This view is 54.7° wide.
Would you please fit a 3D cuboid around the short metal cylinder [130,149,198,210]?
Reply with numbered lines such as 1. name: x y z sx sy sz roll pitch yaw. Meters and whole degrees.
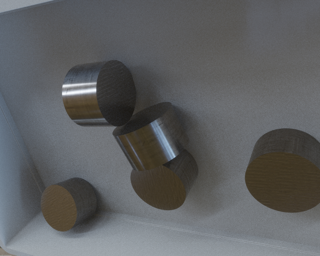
1. short metal cylinder: 0.007 0.066 0.429 0.080 0.050 0.079 13 124 20

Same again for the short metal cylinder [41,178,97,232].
1. short metal cylinder: -0.158 0.131 0.537 0.080 0.050 0.079 3 97 27

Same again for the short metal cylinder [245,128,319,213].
1. short metal cylinder: 0.141 0.047 0.347 0.080 0.050 0.079 13 124 20

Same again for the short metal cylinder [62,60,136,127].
1. short metal cylinder: -0.073 -0.041 0.384 0.050 0.080 0.080 0 118 28

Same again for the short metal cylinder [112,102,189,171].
1. short metal cylinder: -0.011 0.009 0.383 0.080 0.080 0.050 -16 110 34
